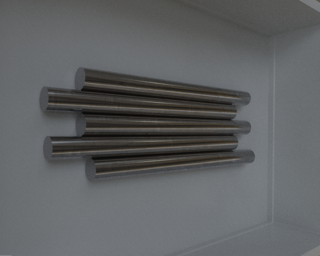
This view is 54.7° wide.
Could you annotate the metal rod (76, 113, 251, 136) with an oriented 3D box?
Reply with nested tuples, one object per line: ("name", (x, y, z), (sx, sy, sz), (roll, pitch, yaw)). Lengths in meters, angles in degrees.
("metal rod", (0.030, -0.002, 0.432), (0.302, 0.025, 0.025), (1, 90, -40))

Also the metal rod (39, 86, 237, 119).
("metal rod", (0.000, -0.027, 0.406), (0.302, 0.025, 0.025), (1, 90, -40))

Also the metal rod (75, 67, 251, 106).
("metal rod", (0.029, -0.052, 0.431), (0.302, 0.025, 0.025), (1, 90, -40))

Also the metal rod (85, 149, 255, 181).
("metal rod", (0.039, 0.048, 0.440), (0.302, 0.025, 0.025), (1, 90, -40))

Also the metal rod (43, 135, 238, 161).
("metal rod", (0.002, 0.022, 0.409), (0.302, 0.025, 0.025), (1, 90, -40))
